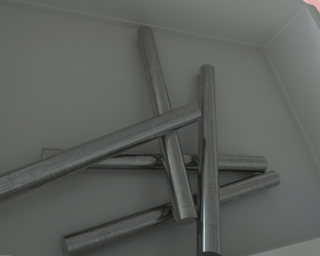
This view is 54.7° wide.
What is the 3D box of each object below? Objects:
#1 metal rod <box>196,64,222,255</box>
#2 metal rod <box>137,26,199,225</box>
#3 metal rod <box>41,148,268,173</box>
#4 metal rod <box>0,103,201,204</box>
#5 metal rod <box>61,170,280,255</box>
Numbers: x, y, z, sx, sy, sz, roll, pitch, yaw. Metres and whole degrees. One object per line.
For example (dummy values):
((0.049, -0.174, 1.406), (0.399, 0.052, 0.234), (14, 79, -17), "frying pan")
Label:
((0.062, 0.016, 0.404), (0.025, 0.025, 0.300), (22, 46, -15), "metal rod")
((0.002, -0.026, 0.400), (0.025, 0.025, 0.299), (6, 53, -25), "metal rod")
((0.013, 0.043, 0.386), (0.303, 0.025, 0.025), (4, 60, -26), "metal rod")
((-0.078, 0.028, 0.313), (0.302, 0.025, 0.025), (-22, 74, -31), "metal rod")
((0.038, 0.093, 0.369), (0.303, 0.025, 0.025), (-9, 66, -32), "metal rod")
